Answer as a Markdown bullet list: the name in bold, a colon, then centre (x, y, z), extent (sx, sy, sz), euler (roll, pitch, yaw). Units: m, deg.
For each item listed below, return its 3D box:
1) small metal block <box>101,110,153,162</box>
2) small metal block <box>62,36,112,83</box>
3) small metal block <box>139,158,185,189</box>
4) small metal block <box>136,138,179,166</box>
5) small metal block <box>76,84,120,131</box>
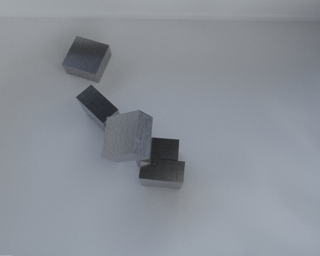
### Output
- **small metal block**: centre (-0.038, 0.011, 0.357), extent (0.050, 0.025, 0.050), euler (-10, 66, 35)
- **small metal block**: centre (-0.104, -0.098, 0.444), extent (0.050, 0.025, 0.050), euler (17, 71, 6)
- **small metal block**: centre (0.002, 0.056, 0.376), extent (0.050, 0.050, 0.025), euler (6, 71, 2)
- **small metal block**: centre (-0.003, 0.031, 0.385), extent (0.050, 0.050, 0.025), euler (4, 71, 1)
- **small metal block**: centre (-0.077, -0.021, 0.403), extent (0.050, 0.050, 0.025), euler (42, 75, 15)
